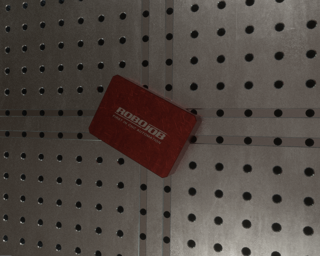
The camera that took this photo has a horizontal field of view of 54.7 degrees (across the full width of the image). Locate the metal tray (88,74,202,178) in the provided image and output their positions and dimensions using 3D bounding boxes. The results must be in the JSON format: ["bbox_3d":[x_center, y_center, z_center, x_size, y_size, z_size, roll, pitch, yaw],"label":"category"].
[{"bbox_3d":[-0.022,-0.004,0.417,0.130,0.030,0.090,30,99,17],"label":"metal tray"}]
